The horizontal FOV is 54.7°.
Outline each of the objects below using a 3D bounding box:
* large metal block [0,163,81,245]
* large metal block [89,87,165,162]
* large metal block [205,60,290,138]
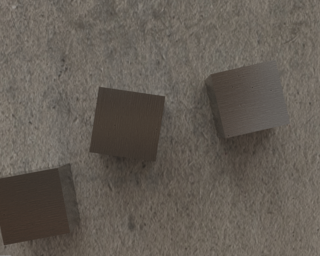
[{"bbox_3d":[-0.155,0.094,0.396,0.080,0.050,0.080,-11,90,-1],"label":"large metal block"},{"bbox_3d":[-0.039,-0.005,0.397,0.081,0.050,0.080,8,90,-1],"label":"large metal block"},{"bbox_3d":[0.109,-0.035,0.399,0.080,0.050,0.080,-13,90,-1],"label":"large metal block"}]
